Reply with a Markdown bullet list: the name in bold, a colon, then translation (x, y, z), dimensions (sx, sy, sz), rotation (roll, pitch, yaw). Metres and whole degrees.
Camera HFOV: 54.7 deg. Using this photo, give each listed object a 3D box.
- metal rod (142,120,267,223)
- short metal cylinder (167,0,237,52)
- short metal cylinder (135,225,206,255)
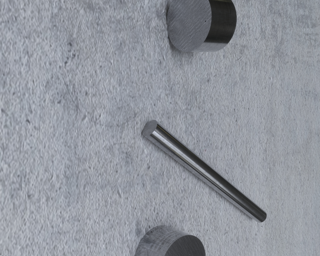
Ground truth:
- **metal rod**: translation (0.084, 0.080, 0.478), dimensions (0.301, 0.025, 0.025), rotation (39, 66, -33)
- **short metal cylinder**: translation (0.055, -0.143, 0.417), dimensions (0.050, 0.080, 0.079), rotation (-11, 98, -40)
- **short metal cylinder**: translation (0.014, 0.173, 0.403), dimensions (0.081, 0.050, 0.079), rotation (0, 90, -40)
